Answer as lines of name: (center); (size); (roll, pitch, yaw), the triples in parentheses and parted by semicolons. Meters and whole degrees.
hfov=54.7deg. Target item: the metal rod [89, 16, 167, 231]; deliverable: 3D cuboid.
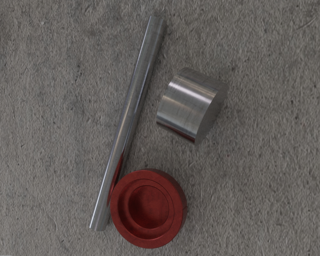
metal rod: (-0.046, -0.001, 0.425); (0.025, 0.025, 0.298); (19, 96, 19)

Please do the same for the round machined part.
round machined part: (-0.011, 0.101, 0.404); (0.098, 0.042, 0.097); (0, 90, 20)

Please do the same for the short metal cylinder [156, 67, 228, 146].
short metal cylinder: (0.039, -0.025, 0.366); (0.050, 0.080, 0.080); (28, 99, 18)
